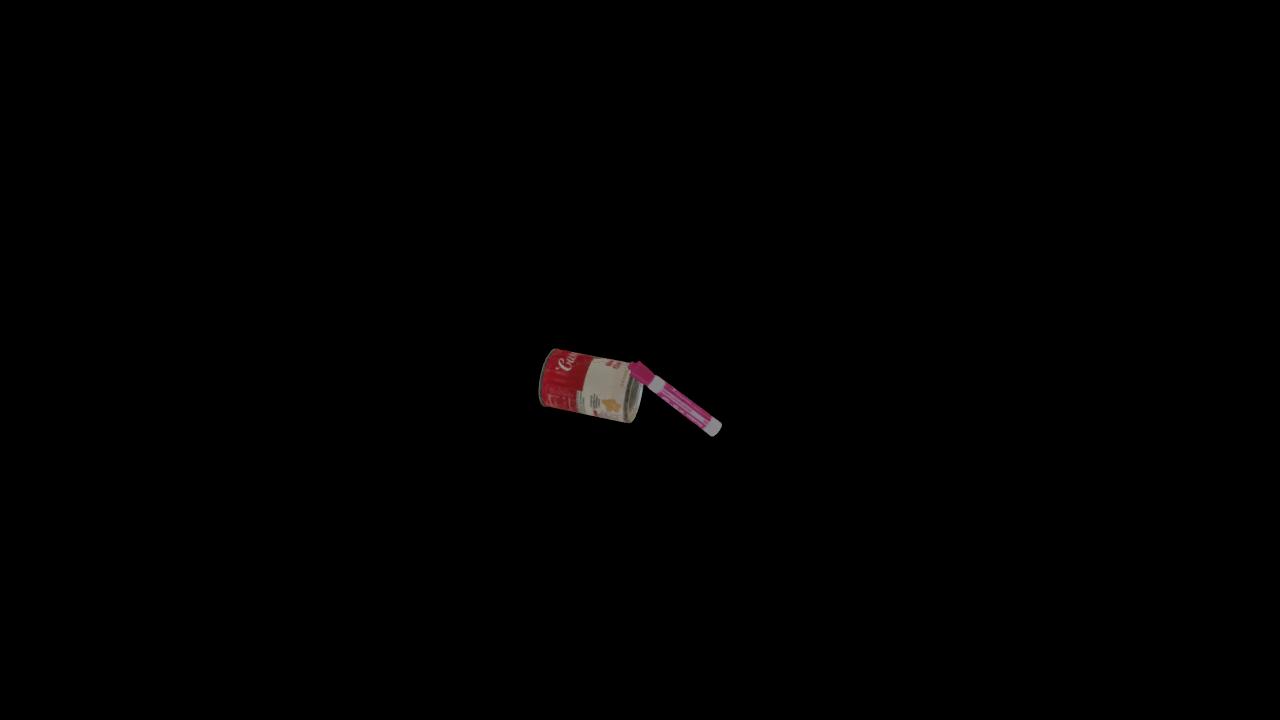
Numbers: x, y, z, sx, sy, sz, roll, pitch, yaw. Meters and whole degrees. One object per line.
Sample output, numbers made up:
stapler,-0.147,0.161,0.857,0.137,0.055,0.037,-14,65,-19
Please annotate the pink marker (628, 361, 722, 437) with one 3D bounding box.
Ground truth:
pink marker,0.036,0.041,0.661,0.121,0.020,0.020,37,-8,-10

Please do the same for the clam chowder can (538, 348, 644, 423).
clam chowder can,-0.053,0.029,0.684,0.102,0.068,0.068,11,2,12
